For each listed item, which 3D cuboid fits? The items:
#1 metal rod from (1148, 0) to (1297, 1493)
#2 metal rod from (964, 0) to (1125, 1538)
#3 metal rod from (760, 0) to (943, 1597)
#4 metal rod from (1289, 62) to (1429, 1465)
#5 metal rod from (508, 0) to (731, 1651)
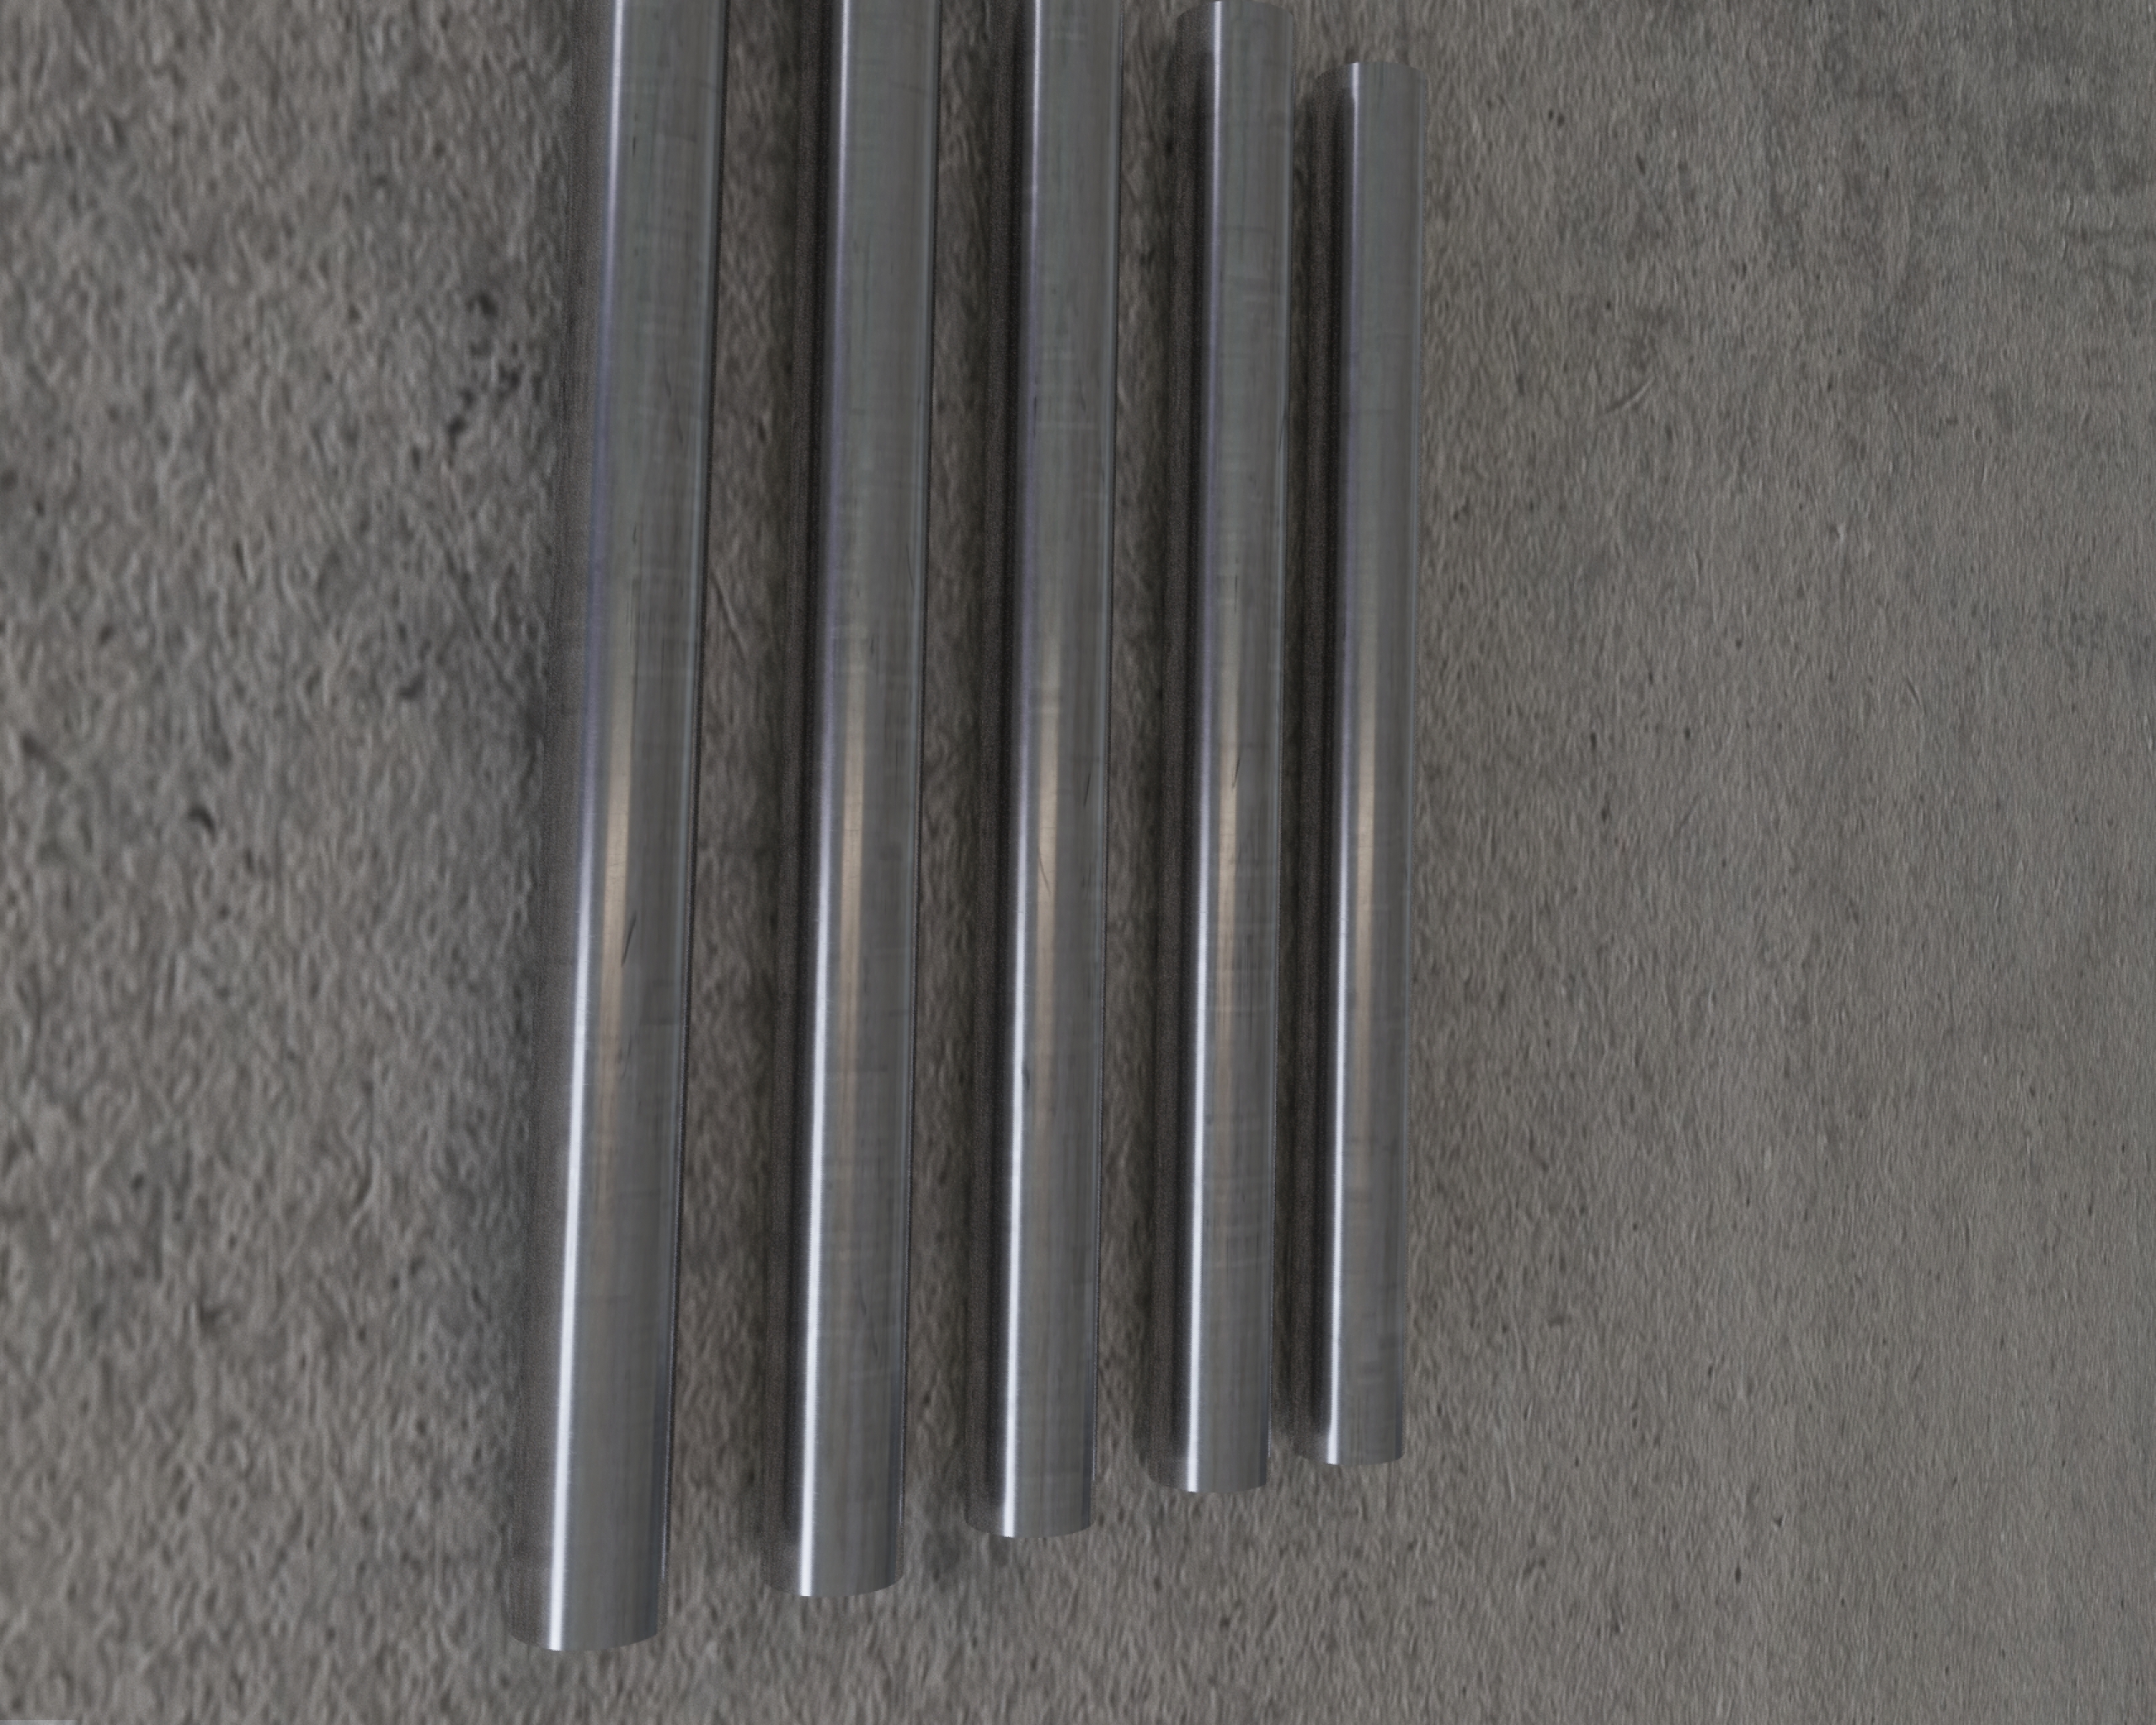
[{"bbox_3d":[0.030,-0.024,0.429,0.025,0.025,0.298,2,89,-40],"label":"metal rod"},{"bbox_3d":[-0.006,-0.025,0.399,0.025,0.025,0.298,2,89,-40],"label":"metal rod"},{"bbox_3d":[-0.040,-0.024,0.370,0.025,0.025,0.298,2,89,-40],"label":"metal rod"},{"bbox_3d":[0.061,-0.022,0.455,0.025,0.025,0.298,2,89,-40],"label":"metal rod"},{"bbox_3d":[-0.074,-0.026,0.342,0.025,0.025,0.298,3,88,-40],"label":"metal rod"}]
